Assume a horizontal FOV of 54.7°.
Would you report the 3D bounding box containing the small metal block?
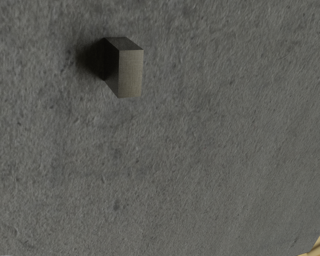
[{"bbox_3d":[-0.040,-0.065,0.329,0.025,0.050,0.050,-9,122,-24],"label":"small metal block"}]
